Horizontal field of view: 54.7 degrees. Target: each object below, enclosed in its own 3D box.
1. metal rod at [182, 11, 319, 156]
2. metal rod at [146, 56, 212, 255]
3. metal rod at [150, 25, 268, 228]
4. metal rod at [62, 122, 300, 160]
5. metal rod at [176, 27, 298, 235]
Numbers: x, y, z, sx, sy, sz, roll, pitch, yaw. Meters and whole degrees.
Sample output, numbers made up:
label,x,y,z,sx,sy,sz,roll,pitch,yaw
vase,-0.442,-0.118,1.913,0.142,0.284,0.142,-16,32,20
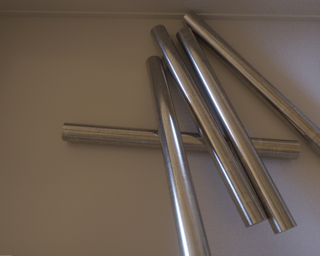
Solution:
label,x,y,z,sx,sy,sz,roll,pitch,yaw
metal rod,0.139,-0.060,0.433,0.025,0.025,0.300,-38,75,-13
metal rod,0.012,0.014,0.343,0.025,0.025,0.300,-8,47,-3
metal rod,0.050,-0.022,0.396,0.025,0.025,0.299,-20,63,-7
metal rod,0.026,0.017,0.403,0.302,0.025,0.025,5,70,1
metal rod,0.084,-0.016,0.394,0.025,0.025,0.299,-18,63,-7
